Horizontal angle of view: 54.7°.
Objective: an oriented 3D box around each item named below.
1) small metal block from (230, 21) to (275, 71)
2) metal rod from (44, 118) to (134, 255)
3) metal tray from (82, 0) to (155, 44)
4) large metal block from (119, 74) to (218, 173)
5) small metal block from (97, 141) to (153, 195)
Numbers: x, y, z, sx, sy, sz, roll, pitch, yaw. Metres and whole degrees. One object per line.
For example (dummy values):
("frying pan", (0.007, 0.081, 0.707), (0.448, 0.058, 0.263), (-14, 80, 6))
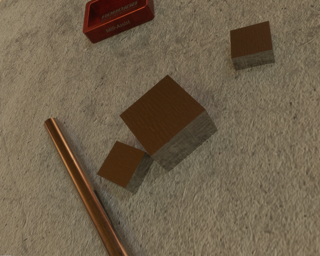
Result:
("small metal block", (0.121, -0.107, 0.406), (0.050, 0.025, 0.050), (-9, 58, 23))
("metal rod", (-0.096, 0.081, 0.402), (0.025, 0.025, 0.300), (-41, 51, 0))
("metal tray", (-0.077, -0.217, 0.572), (0.130, 0.030, 0.090), (-16, 55, 18))
("large metal block", (0.010, -0.006, 0.385), (0.080, 0.050, 0.080), (-41, 51, 0))
("small metal block", (-0.044, 0.050, 0.395), (0.050, 0.025, 0.050), (18, 71, 34))
